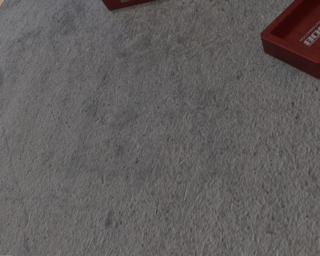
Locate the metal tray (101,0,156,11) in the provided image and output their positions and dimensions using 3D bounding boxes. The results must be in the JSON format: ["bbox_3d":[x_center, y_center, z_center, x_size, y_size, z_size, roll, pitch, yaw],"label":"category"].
[{"bbox_3d":[-0.043,-0.279,0.594,0.130,0.030,0.090,-1,61,27],"label":"metal tray"}]

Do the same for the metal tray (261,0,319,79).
[{"bbox_3d":[0.201,-0.130,0.374,0.130,0.030,0.090,-44,51,-3],"label":"metal tray"}]
